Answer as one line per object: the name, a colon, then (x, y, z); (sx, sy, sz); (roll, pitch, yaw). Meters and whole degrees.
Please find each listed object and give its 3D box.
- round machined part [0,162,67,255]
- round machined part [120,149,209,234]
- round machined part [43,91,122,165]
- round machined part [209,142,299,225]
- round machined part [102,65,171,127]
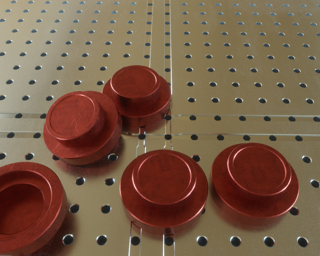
round machined part: (-0.146, 0.087, 0.322); (0.099, 0.042, 0.098); (0, 50, 0)
round machined part: (0.005, 0.063, 0.344); (0.099, 0.042, 0.098); (1, 50, 0)
round machined part: (-0.100, -0.007, 0.385); (0.098, 0.042, 0.098); (-5, 61, 10)
round machined part: (0.107, 0.055, 0.352); (0.099, 0.042, 0.098); (0, 50, 0)
round machined part: (-0.033, -0.052, 0.440); (0.099, 0.042, 0.098); (0, 50, 0)
